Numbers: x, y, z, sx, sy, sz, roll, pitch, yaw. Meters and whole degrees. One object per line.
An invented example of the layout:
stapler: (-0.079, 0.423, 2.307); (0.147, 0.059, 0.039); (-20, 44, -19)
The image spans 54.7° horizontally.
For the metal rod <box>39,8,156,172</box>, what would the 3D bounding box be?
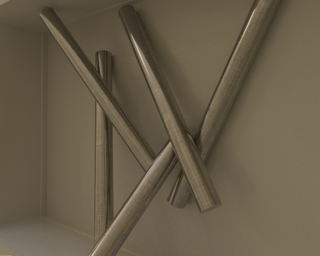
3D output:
metal rod: (-0.091, -0.062, 0.437); (0.025, 0.025, 0.299); (-47, 70, 30)

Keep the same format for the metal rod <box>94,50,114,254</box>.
metal rod: (-0.079, 0.028, 0.435); (0.025, 0.025, 0.299); (-18, 67, 38)

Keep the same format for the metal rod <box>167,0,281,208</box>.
metal rod: (0.073, -0.039, 0.346); (0.025, 0.025, 0.298); (34, 111, 35)

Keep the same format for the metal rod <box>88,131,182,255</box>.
metal rod: (-0.053, 0.124, 0.344); (0.025, 0.025, 0.300); (23, 69, 38)

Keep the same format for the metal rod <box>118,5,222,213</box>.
metal rod: (0.002, -0.042, 0.383); (0.025, 0.025, 0.299); (-40, 59, 33)
